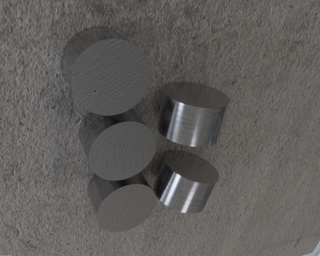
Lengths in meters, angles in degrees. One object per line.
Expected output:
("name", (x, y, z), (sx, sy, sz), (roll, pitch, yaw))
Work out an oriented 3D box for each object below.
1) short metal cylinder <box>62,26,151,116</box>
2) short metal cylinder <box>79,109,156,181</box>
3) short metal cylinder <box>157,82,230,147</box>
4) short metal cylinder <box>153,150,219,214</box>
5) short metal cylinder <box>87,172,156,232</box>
("short metal cylinder", (-0.057, -0.060, 0.323), (0.081, 0.050, 0.079), (-14, 124, -21))
("short metal cylinder", (-0.052, 0.016, 0.372), (0.081, 0.050, 0.079), (-14, 124, -21))
("short metal cylinder", (0.040, -0.019, 0.381), (0.081, 0.080, 0.050), (-5, 121, -26))
("short metal cylinder", (0.036, 0.074, 0.436), (0.081, 0.080, 0.050), (6, 115, -31))
("short metal cylinder", (-0.052, 0.092, 0.419), (0.081, 0.050, 0.079), (-14, 124, -21))
